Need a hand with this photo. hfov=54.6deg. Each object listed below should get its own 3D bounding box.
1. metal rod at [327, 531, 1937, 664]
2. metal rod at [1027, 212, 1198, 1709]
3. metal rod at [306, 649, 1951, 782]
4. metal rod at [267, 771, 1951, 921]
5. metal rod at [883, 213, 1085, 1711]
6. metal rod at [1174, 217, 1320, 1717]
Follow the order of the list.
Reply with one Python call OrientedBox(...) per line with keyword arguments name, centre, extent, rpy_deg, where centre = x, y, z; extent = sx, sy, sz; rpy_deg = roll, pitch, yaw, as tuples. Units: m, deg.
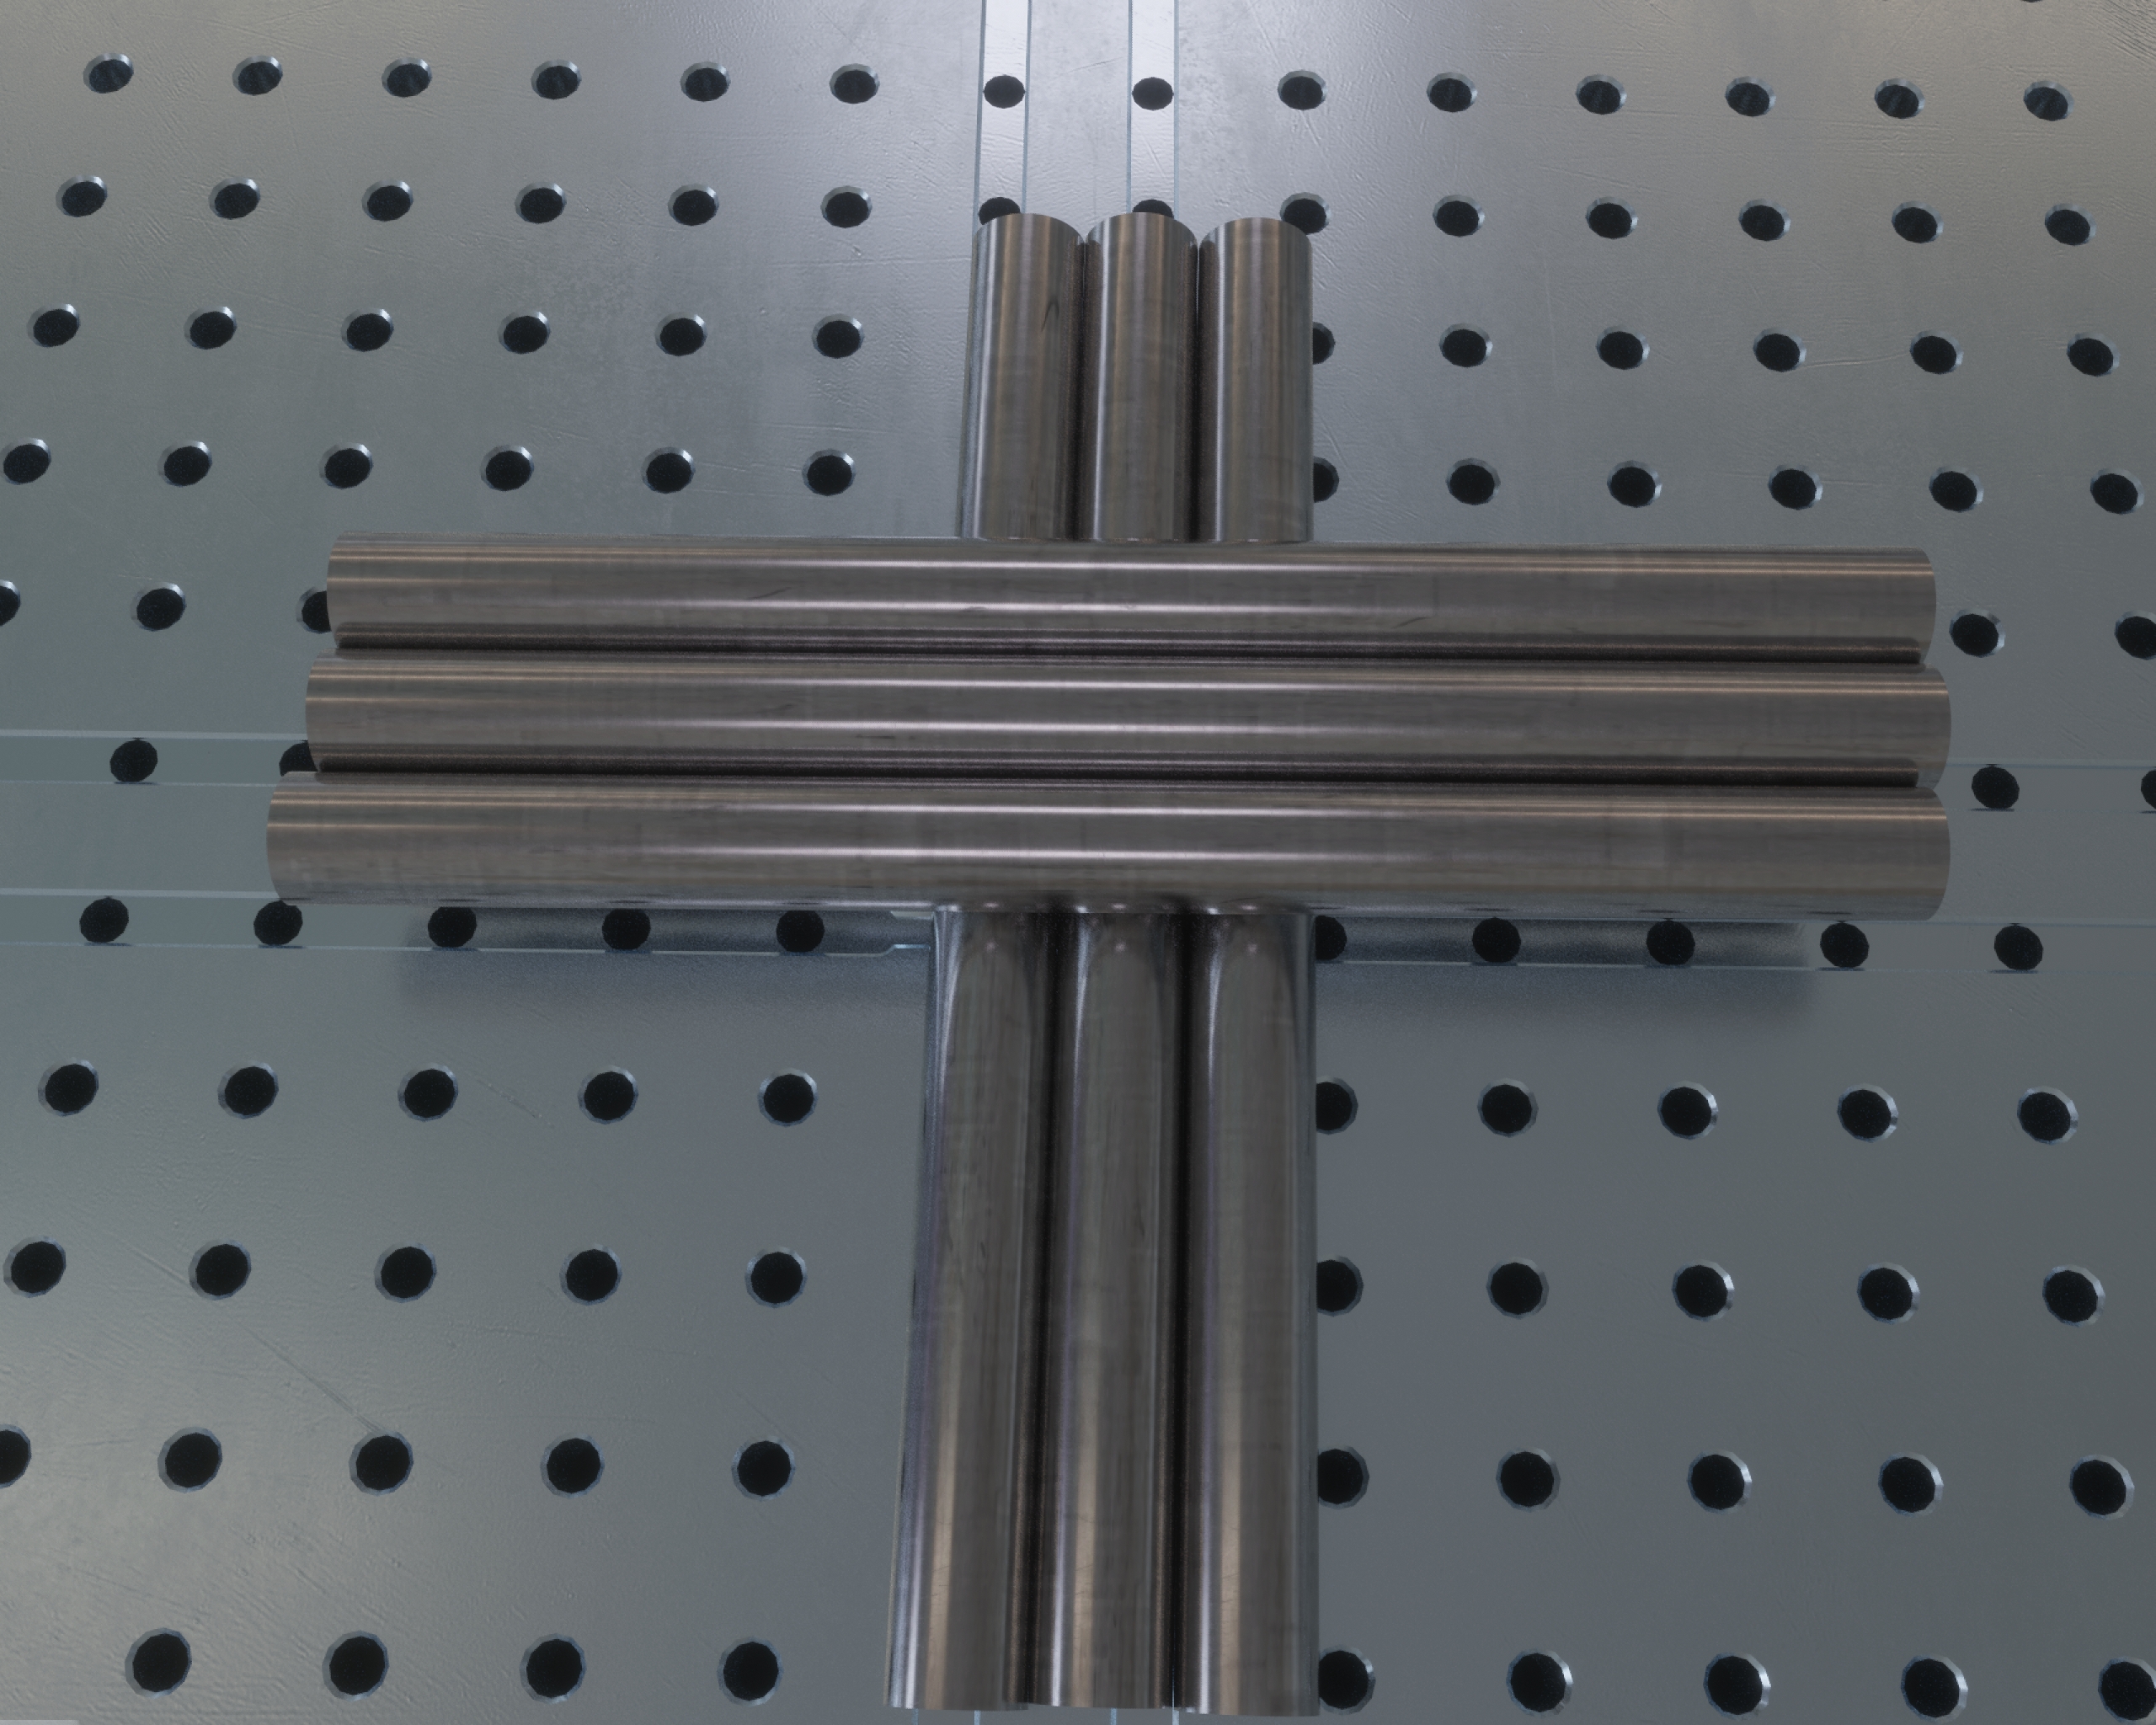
OrientedBox(name="metal rod", centre=(0.010, -0.050, 0.404), extent=(0.302, 0.025, 0.025), rpy_deg=(1, 70, 0))
OrientedBox(name="metal rod", centre=(0.009, 0.004, 0.410), extent=(0.025, 0.025, 0.299), rpy_deg=(2, 70, 1))
OrientedBox(name="metal rod", centre=(0.009, -0.027, 0.395), extent=(0.302, 0.025, 0.025), rpy_deg=(1, 70, 0))
OrientedBox(name="metal rod", centre=(0.006, -0.003, 0.386), extent=(0.302, 0.025, 0.025), rpy_deg=(1, 70, 0))
OrientedBox(name="metal rod", centre=(-0.016, 0.005, 0.410), extent=(0.025, 0.025, 0.299), rpy_deg=(2, 70, 1))
OrientedBox(name="metal rod", centre=(0.034, 0.006, 0.410), extent=(0.025, 0.025, 0.299), rpy_deg=(2, 70, 1))
